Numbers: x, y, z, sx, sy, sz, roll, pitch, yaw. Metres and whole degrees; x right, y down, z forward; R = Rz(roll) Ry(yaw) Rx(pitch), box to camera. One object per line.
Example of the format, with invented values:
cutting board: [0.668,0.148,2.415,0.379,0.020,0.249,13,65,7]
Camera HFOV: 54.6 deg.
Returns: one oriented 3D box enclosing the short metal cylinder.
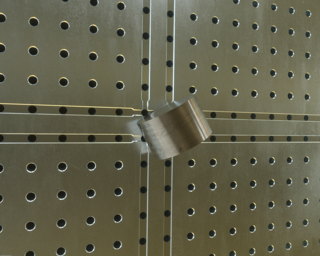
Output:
short metal cylinder: [0.018,-0.002,0.389,0.080,0.080,0.050,-30,99,-18]
